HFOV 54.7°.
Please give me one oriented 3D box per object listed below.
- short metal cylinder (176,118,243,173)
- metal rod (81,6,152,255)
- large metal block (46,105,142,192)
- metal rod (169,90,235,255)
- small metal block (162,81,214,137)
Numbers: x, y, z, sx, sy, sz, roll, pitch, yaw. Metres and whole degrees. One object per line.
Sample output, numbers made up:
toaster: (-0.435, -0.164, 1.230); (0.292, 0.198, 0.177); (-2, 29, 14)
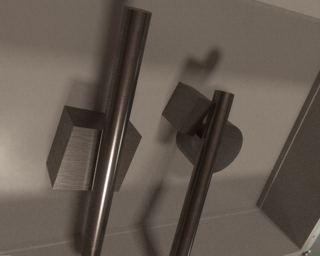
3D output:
short metal cylinder: (0.070, 0.019, 0.445); (0.081, 0.050, 0.079); (-14, 125, -21)
metal rod: (-0.053, 0.027, 0.332); (0.025, 0.025, 0.298); (0, 118, -29)
large metal block: (-0.080, 0.027, 0.366); (0.081, 0.050, 0.079); (11, 113, -33)
metal rod: (0.042, 0.100, 0.392); (0.025, 0.025, 0.298); (13, 93, -34)
small metal block: (0.034, -0.025, 0.397); (0.025, 0.050, 0.050); (17, 109, -35)
